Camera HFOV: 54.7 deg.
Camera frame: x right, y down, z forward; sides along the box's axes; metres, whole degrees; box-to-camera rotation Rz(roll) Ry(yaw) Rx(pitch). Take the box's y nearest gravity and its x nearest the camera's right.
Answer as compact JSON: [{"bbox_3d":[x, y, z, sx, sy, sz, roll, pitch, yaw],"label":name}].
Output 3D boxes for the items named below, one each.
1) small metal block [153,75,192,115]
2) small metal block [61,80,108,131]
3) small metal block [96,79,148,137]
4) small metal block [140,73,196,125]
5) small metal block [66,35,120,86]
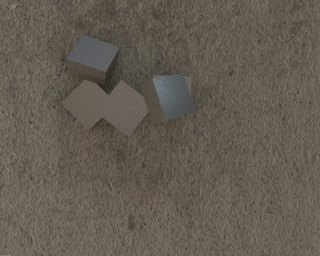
[{"bbox_3d":[0.015,-0.043,0.411,0.050,0.025,0.050,2,90,-1],"label":"small metal block"},{"bbox_3d":[-0.092,-0.032,0.409,0.050,0.025,0.050,-45,91,0],"label":"small metal block"},{"bbox_3d":[-0.042,-0.024,0.384,0.050,0.025,0.050,38,90,-1],"label":"small metal block"},{"bbox_3d":[0.010,-0.035,0.374,0.050,0.025,0.050,-19,90,-40],"label":"small metal block"},{"bbox_3d":[-0.085,-0.088,0.398,0.050,0.025,0.050,19,53,-1],"label":"small metal block"}]
